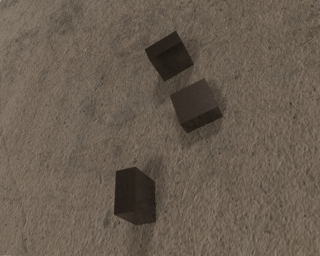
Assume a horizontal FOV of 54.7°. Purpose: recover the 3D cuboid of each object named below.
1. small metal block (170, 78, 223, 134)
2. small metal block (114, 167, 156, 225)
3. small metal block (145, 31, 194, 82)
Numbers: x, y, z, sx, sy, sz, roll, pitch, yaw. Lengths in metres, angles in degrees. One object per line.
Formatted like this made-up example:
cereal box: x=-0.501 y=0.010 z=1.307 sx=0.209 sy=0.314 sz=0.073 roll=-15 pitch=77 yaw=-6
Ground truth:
small metal block: x=0.046 y=-0.028 z=0.396 sx=0.050 sy=0.025 sz=0.050 roll=-26 pitch=53 yaw=12
small metal block: x=-0.027 y=0.078 z=0.353 sx=0.025 sy=0.050 sz=0.050 roll=-15 pitch=56 yaw=20
small metal block: x=0.014 y=-0.101 z=0.441 sx=0.050 sy=0.050 sz=0.025 roll=-29 pitch=52 yaw=9
